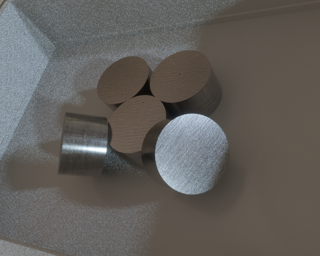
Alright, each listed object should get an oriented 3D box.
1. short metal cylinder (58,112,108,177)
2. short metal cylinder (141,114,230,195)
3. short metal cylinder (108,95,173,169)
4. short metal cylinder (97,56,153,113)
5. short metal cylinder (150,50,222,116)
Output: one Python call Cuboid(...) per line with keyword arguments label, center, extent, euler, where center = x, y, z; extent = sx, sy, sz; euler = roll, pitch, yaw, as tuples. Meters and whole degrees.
Cuboid(label="short metal cylinder", center=(-0.101, 0.022, 0.399), extent=(0.050, 0.080, 0.080), euler=(7, 54, -19))
Cuboid(label="short metal cylinder", center=(0.026, 0.027, 0.329), extent=(0.080, 0.080, 0.050), euler=(-58, 14, -13))
Cuboid(label="short metal cylinder", center=(-0.019, 0.006, 0.391), extent=(0.080, 0.050, 0.080), euler=(-13, 56, 20))
Cuboid(label="short metal cylinder", center=(-0.041, -0.055, 0.440), extent=(0.080, 0.050, 0.080), euler=(-13, 56, 20))
Cuboid(label="short metal cylinder", center=(0.034, -0.053, 0.402), extent=(0.080, 0.050, 0.080), euler=(-13, 56, 20))
